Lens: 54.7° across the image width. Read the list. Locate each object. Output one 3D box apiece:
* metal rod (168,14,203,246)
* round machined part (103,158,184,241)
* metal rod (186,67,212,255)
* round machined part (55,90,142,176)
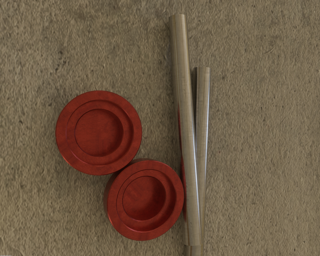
[{"bbox_3d":[0.033,0.000,0.410,0.025,0.025,0.298,-3,87,-20],"label":"metal rod"},{"bbox_3d":[-0.023,0.086,0.390,0.099,0.042,0.097,-1,93,-23],"label":"round machined part"},{"bbox_3d":[0.052,0.066,0.428,0.025,0.025,0.298,3,89,-20],"label":"metal rod"},{"bbox_3d":[-0.075,0.006,0.373,0.099,0.042,0.097,0,90,-20],"label":"round machined part"}]
